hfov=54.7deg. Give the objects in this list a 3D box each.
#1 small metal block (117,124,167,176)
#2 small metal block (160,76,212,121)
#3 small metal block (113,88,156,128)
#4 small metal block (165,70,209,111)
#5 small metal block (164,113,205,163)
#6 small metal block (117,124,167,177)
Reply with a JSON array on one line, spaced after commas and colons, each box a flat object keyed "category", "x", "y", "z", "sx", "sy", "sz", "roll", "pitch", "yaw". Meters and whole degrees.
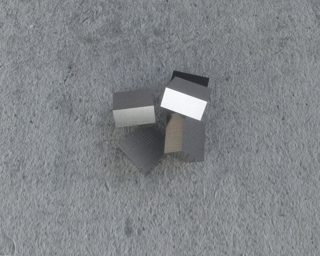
[{"category": "small metal block", "x": -0.018, "y": 0.026, "z": 0.400, "sx": 0.050, "sy": 0.025, "sz": 0.050, "roll": -43, "pitch": 76, "yaw": -14}, {"category": "small metal block", "x": 0.034, "y": -0.038, "z": 0.383, "sx": 0.050, "sy": 0.025, "sz": 0.050, "roll": 20, "pitch": 28, "yaw": 7}, {"category": "small metal block", "x": -0.034, "y": -0.027, "z": 0.406, "sx": 0.050, "sy": 0.025, "sz": 0.050, "roll": -7, "pitch": 33, "yaw": -3}, {"category": "small metal block", "x": 0.037, "y": -0.047, "z": 0.427, "sx": 0.050, "sy": 0.025, "sz": 0.050, "roll": 13, "pitch": 70, "yaw": 4}, {"category": "small metal block", "x": 0.032, "y": 0.013, "z": 0.389, "sx": 0.025, "sy": 0.050, "sz": 0.050, "roll": -11, "pitch": 64, "yaw": 37}, {"category": "small metal block", "x": -0.018, "y": 0.026, "z": 0.400, "sx": 0.050, "sy": 0.025, "sz": 0.050, "roll": -43, "pitch": 76, "yaw": -14}]
